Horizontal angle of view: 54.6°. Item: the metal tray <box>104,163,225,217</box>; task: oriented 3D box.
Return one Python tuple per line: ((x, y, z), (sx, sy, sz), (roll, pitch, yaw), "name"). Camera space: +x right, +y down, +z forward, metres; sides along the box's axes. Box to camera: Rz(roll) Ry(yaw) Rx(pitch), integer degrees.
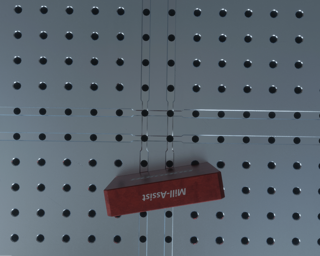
((0.005, 0.072, 0.380), (0.131, 0.090, 0.030), (-9, 90, 0), "metal tray")
